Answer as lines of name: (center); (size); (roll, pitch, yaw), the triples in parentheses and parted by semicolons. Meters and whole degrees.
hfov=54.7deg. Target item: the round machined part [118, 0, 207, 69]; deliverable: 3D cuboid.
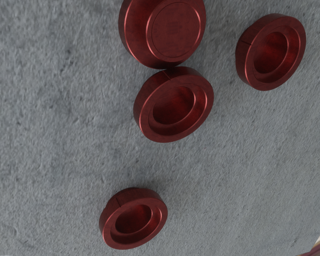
round machined part: (0.009, -0.110, 0.334); (0.099, 0.042, 0.097); (-14, 124, -21)

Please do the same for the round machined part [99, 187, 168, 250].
round machined part: (-0.042, 0.126, 0.453); (0.099, 0.042, 0.097); (-14, 125, -21)

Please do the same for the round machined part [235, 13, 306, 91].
round machined part: (0.140, -0.102, 0.412); (0.099, 0.042, 0.097); (-14, 125, -21)

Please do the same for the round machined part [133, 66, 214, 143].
round machined part: (0.013, -0.032, 0.378); (0.099, 0.042, 0.097); (-17, 135, -18)
